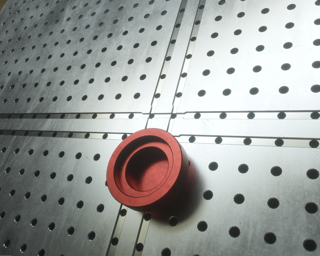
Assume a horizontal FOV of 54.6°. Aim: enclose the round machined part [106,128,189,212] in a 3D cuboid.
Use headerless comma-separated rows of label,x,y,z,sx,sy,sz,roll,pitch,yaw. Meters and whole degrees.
round machined part,-0.011,0.053,0.372,0.098,0.042,0.098,-13,56,21
